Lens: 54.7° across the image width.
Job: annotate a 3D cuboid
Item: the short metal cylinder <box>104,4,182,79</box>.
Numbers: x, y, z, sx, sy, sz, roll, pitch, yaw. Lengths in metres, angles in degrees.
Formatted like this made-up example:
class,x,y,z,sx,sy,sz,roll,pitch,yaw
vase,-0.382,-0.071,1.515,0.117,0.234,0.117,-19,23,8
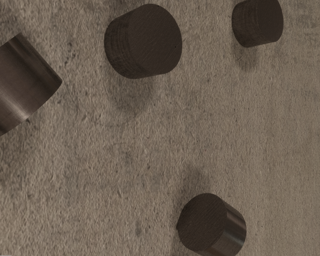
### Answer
class,x,y,z,sx,sy,sz,roll,pitch,yaw
short metal cylinder,-0.019,-0.102,0.374,0.081,0.050,0.079,0,90,-40

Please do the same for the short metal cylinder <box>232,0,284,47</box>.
class,x,y,z,sx,sy,sz,roll,pitch,yaw
short metal cylinder,0.168,-0.183,0.532,0.081,0.050,0.079,0,90,-40

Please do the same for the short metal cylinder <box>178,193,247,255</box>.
class,x,y,z,sx,sy,sz,roll,pitch,yaw
short metal cylinder,0.072,0.138,0.432,0.050,0.080,0.080,39,66,-34

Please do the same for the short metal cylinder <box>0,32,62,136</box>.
class,x,y,z,sx,sy,sz,roll,pitch,yaw
short metal cylinder,-0.131,-0.035,0.260,0.080,0.080,0.050,-52,121,-27
